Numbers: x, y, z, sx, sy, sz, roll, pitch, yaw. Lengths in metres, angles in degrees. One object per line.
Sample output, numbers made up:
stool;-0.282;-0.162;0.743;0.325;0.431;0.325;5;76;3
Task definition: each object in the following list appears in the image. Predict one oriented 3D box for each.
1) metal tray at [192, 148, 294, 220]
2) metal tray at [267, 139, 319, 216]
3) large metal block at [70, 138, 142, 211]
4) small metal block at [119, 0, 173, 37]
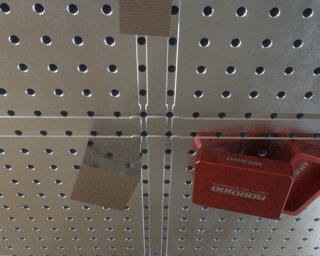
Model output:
metal tray;0.116;0.083;0.454;0.131;0.030;0.089;9;126;11
metal tray;0.207;0.081;0.478;0.091;0.030;0.129;15;129;-13
large metal block;-0.079;0.070;0.454;0.081;0.050;0.079;17;128;-14
small metal block;-0.014;-0.121;0.308;0.050;0.025;0.050;3;130;-3
